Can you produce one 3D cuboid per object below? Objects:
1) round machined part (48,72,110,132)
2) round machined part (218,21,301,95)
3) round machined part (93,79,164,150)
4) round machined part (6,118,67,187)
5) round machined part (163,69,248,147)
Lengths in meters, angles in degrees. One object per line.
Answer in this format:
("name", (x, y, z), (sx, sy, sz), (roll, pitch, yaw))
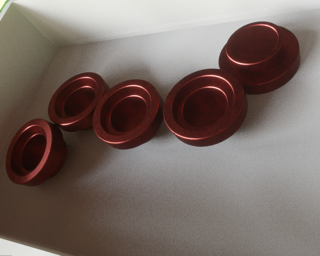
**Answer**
("round machined part", (-0.118, -0.035, 0.476), (0.098, 0.042, 0.098), (-13, 53, 18))
("round machined part", (0.121, -0.094, 0.389), (0.098, 0.042, 0.098), (-13, 56, 21))
("round machined part", (-0.038, -0.015, 0.423), (0.098, 0.042, 0.098), (-12, 58, 20))
("round machined part", (-0.178, 0.038, 0.458), (0.098, 0.042, 0.098), (-13, 64, 28))
("round machined part", (0.057, -0.021, 0.378), (0.098, 0.042, 0.098), (-13, 56, 21))
